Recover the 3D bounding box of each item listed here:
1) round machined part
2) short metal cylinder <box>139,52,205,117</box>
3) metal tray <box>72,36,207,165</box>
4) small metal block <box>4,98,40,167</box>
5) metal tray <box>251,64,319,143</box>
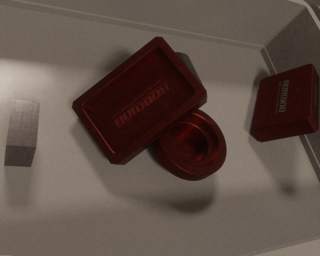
[{"bbox_3d":[0.033,0.022,0.401,0.099,0.042,0.098,14,56,-21],"label":"round machined part"},{"bbox_3d":[0.013,-0.055,0.413,0.081,0.080,0.050,-10,67,-33],"label":"short metal cylinder"},{"bbox_3d":[-0.023,-0.030,0.355,0.130,0.030,0.090,-38,78,3],"label":"metal tray"},{"bbox_3d":[-0.139,0.006,0.312,0.025,0.050,0.050,7,59,-25],"label":"small metal block"},{"bbox_3d":[0.203,-0.041,0.498,0.030,0.090,0.130,49,46,-28],"label":"metal tray"}]
